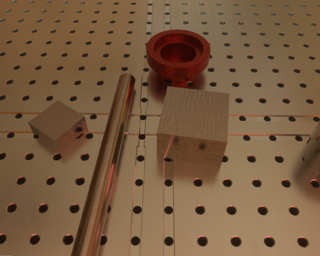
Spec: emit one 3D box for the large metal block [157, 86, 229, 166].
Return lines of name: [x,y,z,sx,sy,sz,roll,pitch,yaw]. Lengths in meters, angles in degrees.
large metal block: [0.043,-0.004,0.395,0.080,0.050,0.080,8,50,6]

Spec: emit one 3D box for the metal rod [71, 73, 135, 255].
metal rod: [-0.063,0.041,0.371,0.025,0.025,0.300,4,50,3]

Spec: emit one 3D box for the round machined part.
round machined part: [0.028,-0.110,0.490,0.099,0.042,0.098,0,50,0]

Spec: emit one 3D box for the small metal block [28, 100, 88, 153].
small metal block: [-0.133,-0.003,0.409,0.050,0.025,0.050,29,56,22]

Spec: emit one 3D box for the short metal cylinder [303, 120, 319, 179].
short metal cylinder: [0.223,0.025,0.373,0.081,0.050,0.080,0,50,0]
